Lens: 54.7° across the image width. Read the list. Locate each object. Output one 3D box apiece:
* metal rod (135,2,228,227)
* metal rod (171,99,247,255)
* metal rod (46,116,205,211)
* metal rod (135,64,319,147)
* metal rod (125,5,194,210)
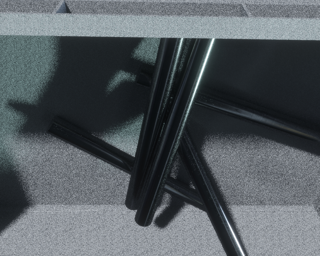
[{"bbox_3d":[0.015,0.007,0.368,0.025,0.025,0.298,11,120,-10],"label":"metal rod"},{"bbox_3d":[0.070,0.100,0.415,0.025,0.025,0.299,-22,102,17],"label":"metal rod"},{"bbox_3d":[-0.024,0.066,0.464,0.301,0.025,0.025,31,123,-24],"label":"metal rod"},{"bbox_3d":[0.115,-0.019,0.394,0.302,0.025,0.025,17,128,-15],"label":"metal rod"},{"bbox_3d":[-0.011,0.003,0.377,0.025,0.025,0.298,9,130,-8],"label":"metal rod"}]
